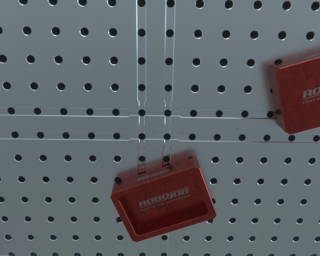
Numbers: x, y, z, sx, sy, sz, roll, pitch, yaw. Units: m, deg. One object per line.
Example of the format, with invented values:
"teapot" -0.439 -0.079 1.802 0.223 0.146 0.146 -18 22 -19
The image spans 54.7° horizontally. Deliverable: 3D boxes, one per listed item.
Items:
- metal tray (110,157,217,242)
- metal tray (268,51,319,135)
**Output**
"metal tray" 0.006 0.105 0.449 0.131 0.030 0.090 -19 109 6
"metal tray" 0.214 -0.052 0.395 0.131 0.030 0.089 -16 110 5
